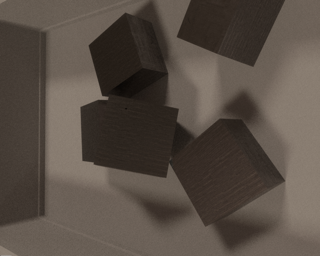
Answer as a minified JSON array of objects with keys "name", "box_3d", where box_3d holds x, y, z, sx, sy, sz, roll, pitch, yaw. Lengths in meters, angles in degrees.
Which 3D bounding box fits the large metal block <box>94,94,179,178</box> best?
[{"name":"large metal block","box_3d":[-0.028,0.012,0.368,0.050,0.081,0.080,130,151,-79]}]

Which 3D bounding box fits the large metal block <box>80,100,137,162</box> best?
[{"name":"large metal block","box_3d":[-0.074,0.006,0.433,0.080,0.050,0.080,-7,86,60]}]

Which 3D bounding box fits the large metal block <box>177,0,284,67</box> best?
[{"name":"large metal block","box_3d":[0.073,-0.113,0.309,0.050,0.081,0.079,34,111,34]}]

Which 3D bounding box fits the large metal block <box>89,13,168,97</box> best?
[{"name":"large metal block","box_3d":[-0.045,-0.095,0.426,0.080,0.050,0.080,-27,73,36]}]

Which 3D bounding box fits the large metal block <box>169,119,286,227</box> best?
[{"name":"large metal block","box_3d":[0.069,0.046,0.332,0.080,0.050,0.080,-44,64,31]}]
